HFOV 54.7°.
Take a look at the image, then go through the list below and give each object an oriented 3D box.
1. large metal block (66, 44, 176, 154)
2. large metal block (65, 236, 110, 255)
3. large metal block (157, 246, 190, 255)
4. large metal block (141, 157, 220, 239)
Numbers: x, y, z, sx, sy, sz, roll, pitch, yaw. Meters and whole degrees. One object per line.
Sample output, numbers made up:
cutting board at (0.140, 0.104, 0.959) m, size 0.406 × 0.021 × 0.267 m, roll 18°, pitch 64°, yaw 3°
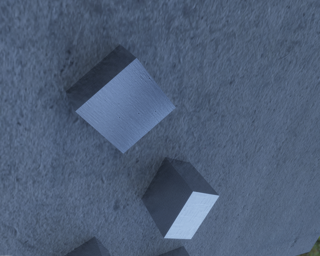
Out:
large metal block at (-0.043, -0.032, 0.349) m, size 0.080 × 0.050 × 0.080 m, roll -42°, pitch 130°, yaw 0°
large metal block at (-0.108, 0.222, 0.451) m, size 0.080 × 0.080 × 0.050 m, roll -31°, pitch 129°, yaw -9°
large metal block at (0.024, 0.272, 0.555) m, size 0.081 × 0.080 × 0.050 m, roll -11°, pitch 123°, yaw -23°
large metal block at (0.026, 0.101, 0.450) m, size 0.050 × 0.080 × 0.080 m, roll 17°, pitch 109°, yaw -35°
